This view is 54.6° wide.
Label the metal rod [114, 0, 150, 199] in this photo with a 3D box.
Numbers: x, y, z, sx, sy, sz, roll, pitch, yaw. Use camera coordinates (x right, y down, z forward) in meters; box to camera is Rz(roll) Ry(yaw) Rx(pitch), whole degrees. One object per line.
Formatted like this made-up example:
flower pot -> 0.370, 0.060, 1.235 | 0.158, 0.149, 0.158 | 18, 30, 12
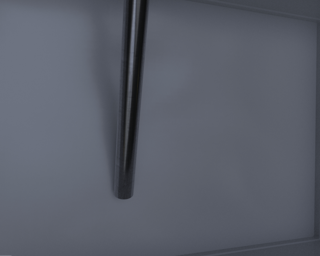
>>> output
metal rod -> -0.031, -0.052, 0.335 | 0.025, 0.025, 0.298 | -3, 116, -20
